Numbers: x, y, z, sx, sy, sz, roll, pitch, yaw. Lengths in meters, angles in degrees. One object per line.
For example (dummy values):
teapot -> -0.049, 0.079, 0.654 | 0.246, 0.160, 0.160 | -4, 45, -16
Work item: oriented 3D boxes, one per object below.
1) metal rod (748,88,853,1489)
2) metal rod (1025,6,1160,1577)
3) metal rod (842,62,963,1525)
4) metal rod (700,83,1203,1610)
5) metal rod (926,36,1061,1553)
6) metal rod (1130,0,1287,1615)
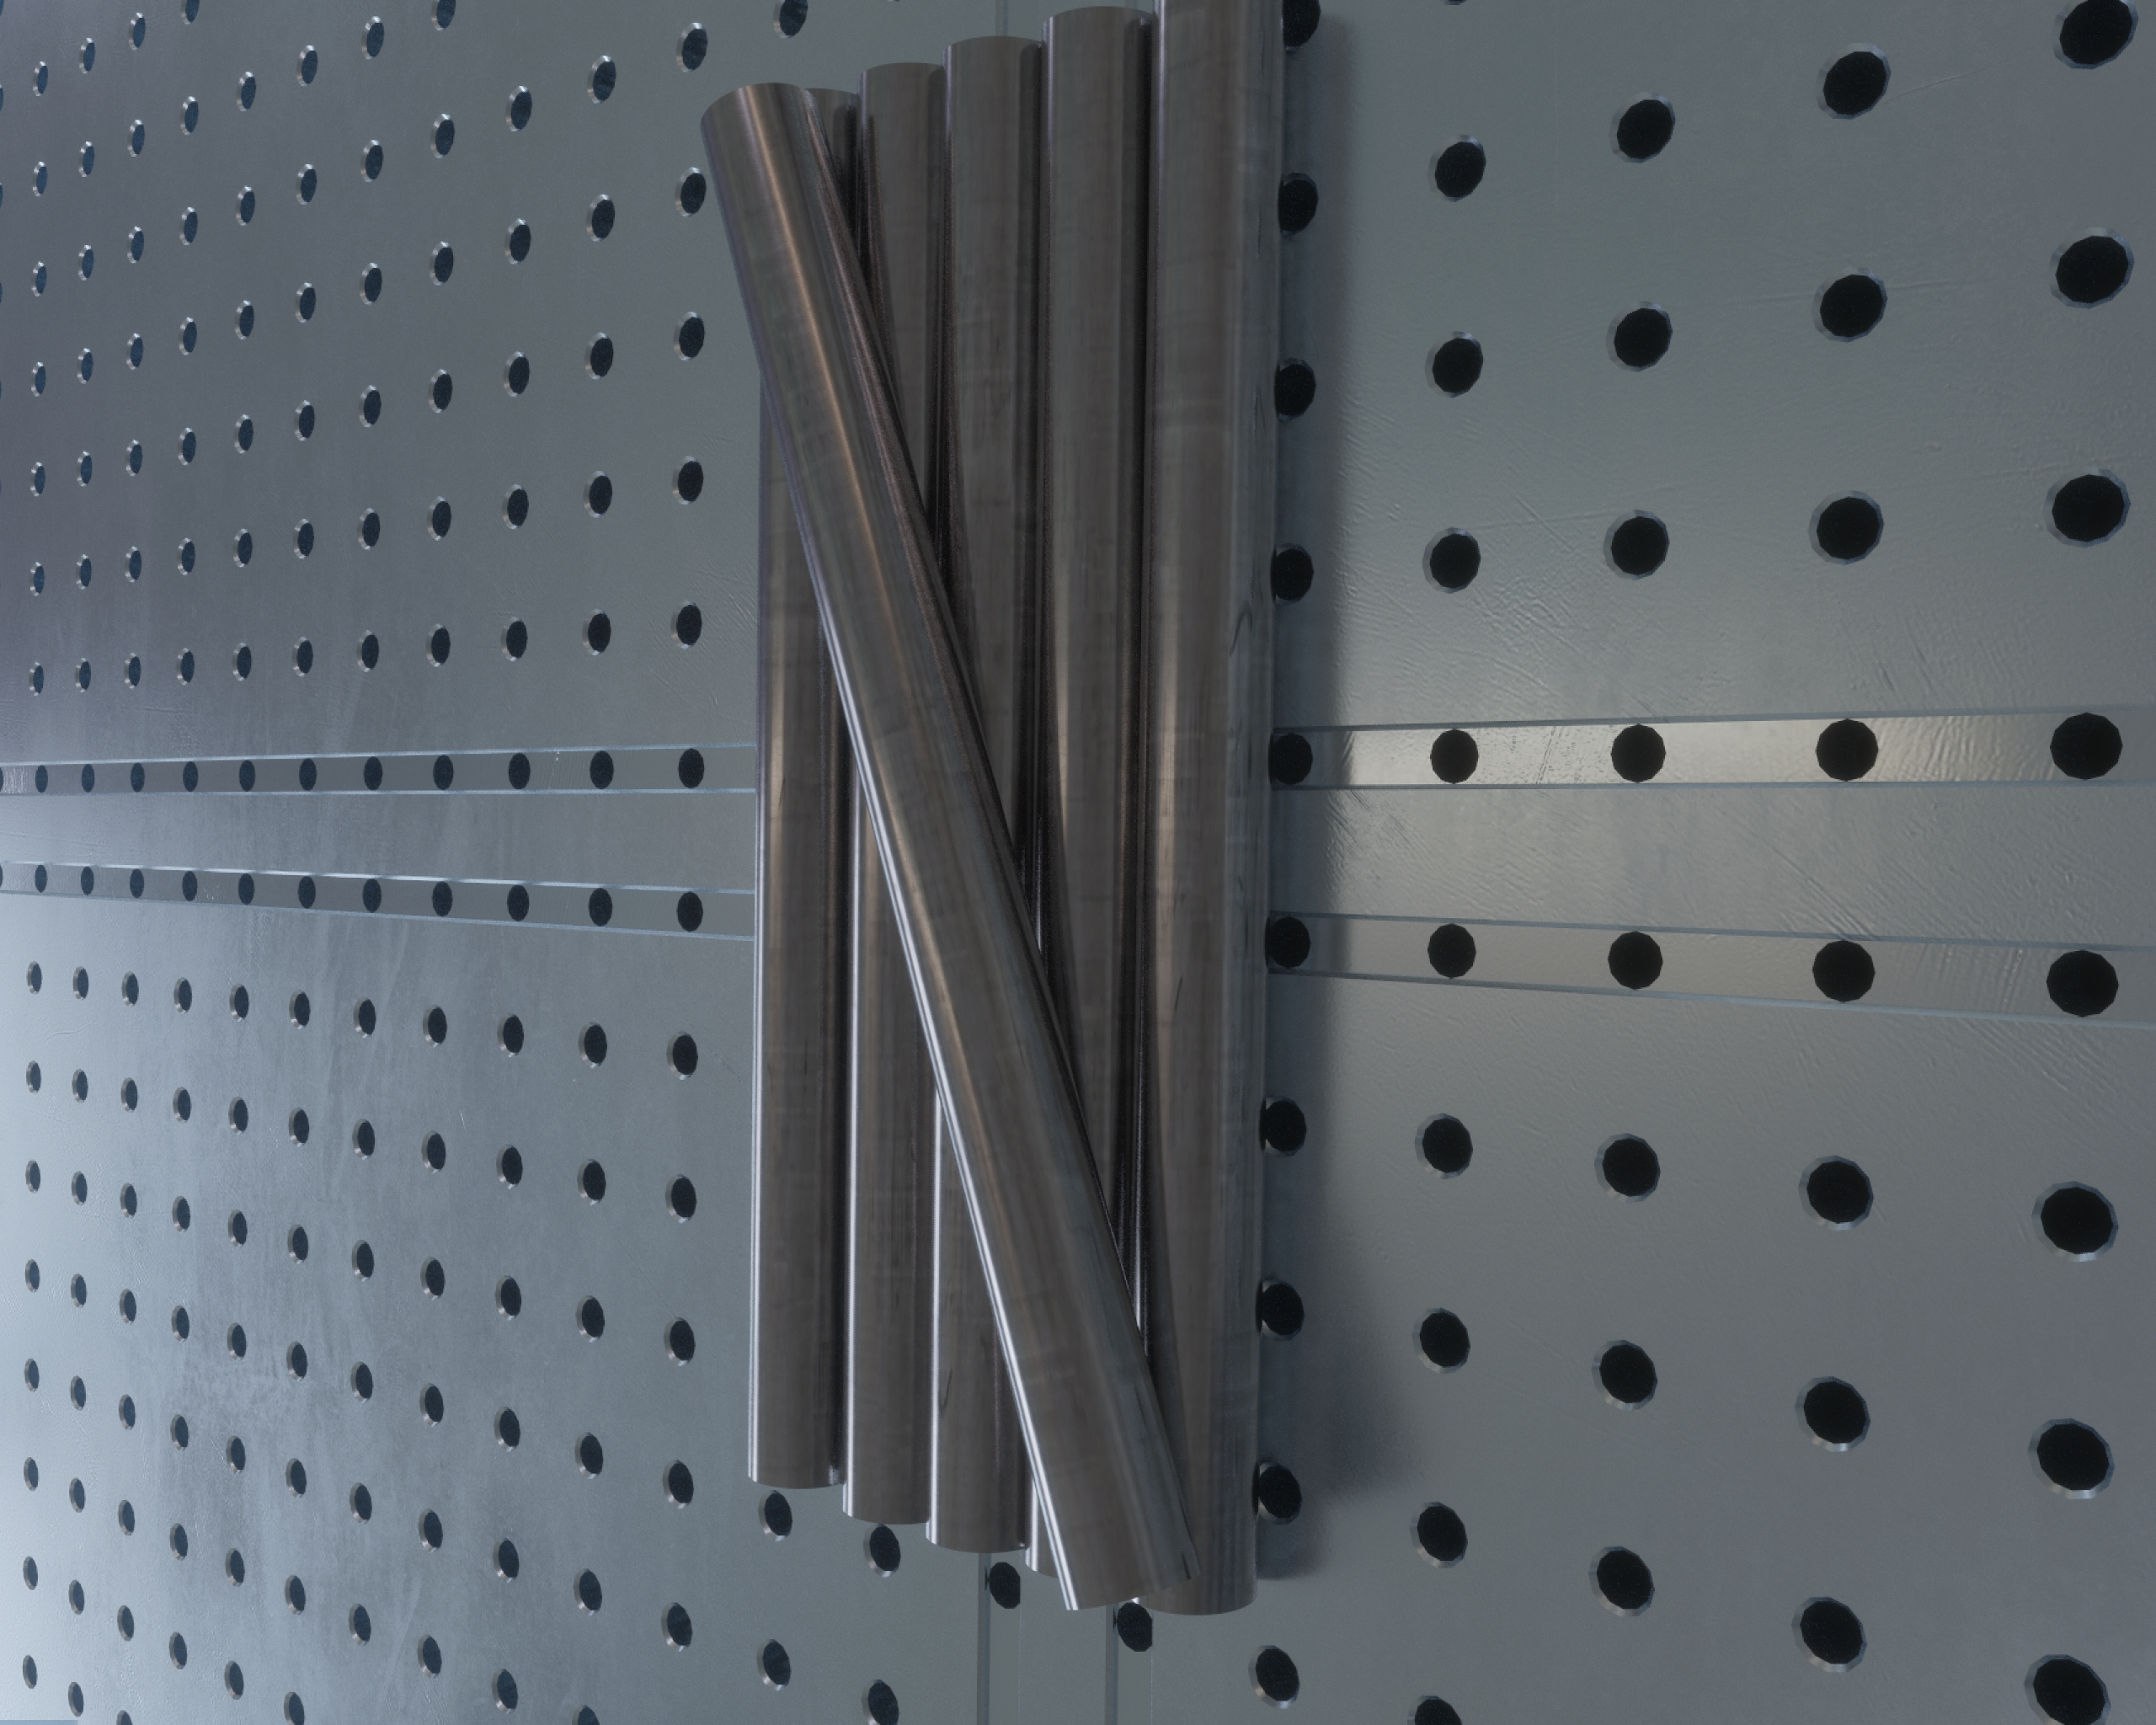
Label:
metal rod -> -0.058, -0.015, 0.457 | 0.025, 0.025, 0.298 | 1, 91, 40
metal rod -> 0.004, -0.013, 0.408 | 0.025, 0.025, 0.298 | 1, 91, 40
metal rod -> -0.035, -0.014, 0.439 | 0.025, 0.025, 0.298 | 1, 91, 40
metal rod -> -0.028, -0.013, 0.401 | 0.025, 0.025, 0.299 | -24, 75, 37
metal rod -> -0.017, -0.013, 0.423 | 0.025, 0.025, 0.298 | 1, 91, 40
metal rod -> 0.024, -0.012, 0.391 | 0.025, 0.025, 0.298 | 2, 91, 40
